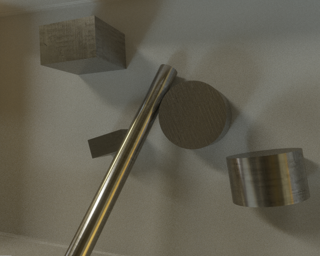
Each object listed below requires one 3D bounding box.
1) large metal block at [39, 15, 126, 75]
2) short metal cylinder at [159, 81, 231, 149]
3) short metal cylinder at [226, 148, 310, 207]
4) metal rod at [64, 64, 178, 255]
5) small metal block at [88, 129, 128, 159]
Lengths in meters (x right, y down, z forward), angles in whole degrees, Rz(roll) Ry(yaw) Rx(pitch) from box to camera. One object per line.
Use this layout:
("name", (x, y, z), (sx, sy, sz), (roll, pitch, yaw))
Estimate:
("large metal block", (-0.100, -0.106, 0.415), (0.080, 0.080, 0.050), (-3, 89, 19))
("short metal cylinder", (0.045, -0.015, 0.381), (0.080, 0.050, 0.079), (0, 90, 19))
("short metal cylinder", (0.117, 0.052, 0.340), (0.080, 0.080, 0.050), (-9, 87, 19))
("metal rod", (-0.049, 0.053, 0.363), (0.025, 0.025, 0.300), (19, 72, 18))
("small metal block", (-0.060, 0.020, 0.417), (0.050, 0.050, 0.025), (-17, 84, 19))
